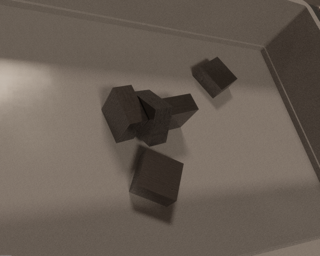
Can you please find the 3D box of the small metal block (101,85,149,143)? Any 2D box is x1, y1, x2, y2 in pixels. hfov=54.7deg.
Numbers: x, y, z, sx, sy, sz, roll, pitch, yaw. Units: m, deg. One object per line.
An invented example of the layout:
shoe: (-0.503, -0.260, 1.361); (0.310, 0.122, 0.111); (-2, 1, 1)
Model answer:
small metal block: (-0.044, -0.016, 0.377); (0.025, 0.050, 0.050); (-15, 70, -34)

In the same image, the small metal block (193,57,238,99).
small metal block: (0.091, -0.083, 0.507); (0.050, 0.025, 0.050); (50, 51, 6)

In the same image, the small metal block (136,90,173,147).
small metal block: (-0.013, -0.013, 0.380); (0.025, 0.050, 0.050); (-12, 36, -35)

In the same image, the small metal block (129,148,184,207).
small metal block: (-0.003, 0.059, 0.369); (0.050, 0.025, 0.050); (25, 53, -14)

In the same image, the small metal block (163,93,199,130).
small metal block: (0.014, -0.018, 0.410); (0.050, 0.050, 0.025); (-14, 69, -34)
